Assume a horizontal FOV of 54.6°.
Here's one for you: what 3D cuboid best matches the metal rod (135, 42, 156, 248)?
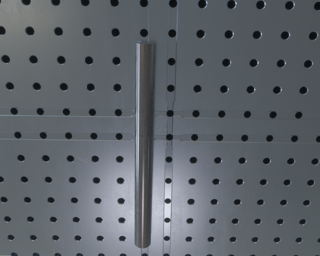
[{"bbox_3d":[-0.022,0.037,0.426,0.025,0.025,0.298,2,110,-1],"label":"metal rod"}]
